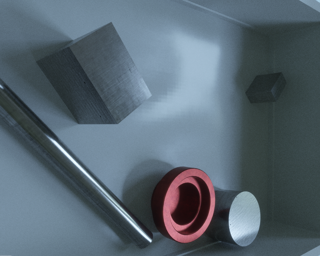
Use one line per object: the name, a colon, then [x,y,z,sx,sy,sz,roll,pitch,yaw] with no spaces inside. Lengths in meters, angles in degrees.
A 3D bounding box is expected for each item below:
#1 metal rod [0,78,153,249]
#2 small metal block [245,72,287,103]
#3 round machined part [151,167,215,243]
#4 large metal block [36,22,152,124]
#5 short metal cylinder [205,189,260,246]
metal rod: [-0.100,0.035,0.324,0.025,0.025,0.300,-52,121,-27]
small metal block: [0.189,-0.071,0.552,0.050,0.050,0.025,-52,121,-27]
round machined part: [0.027,0.101,0.421,0.099,0.042,0.097,0,90,-40]
large metal block: [-0.068,-0.051,0.315,0.050,0.080,0.080,-44,117,-31]
short metal cylinder: [0.112,0.138,0.483,0.081,0.050,0.080,6,81,-40]
